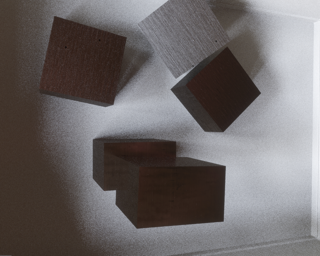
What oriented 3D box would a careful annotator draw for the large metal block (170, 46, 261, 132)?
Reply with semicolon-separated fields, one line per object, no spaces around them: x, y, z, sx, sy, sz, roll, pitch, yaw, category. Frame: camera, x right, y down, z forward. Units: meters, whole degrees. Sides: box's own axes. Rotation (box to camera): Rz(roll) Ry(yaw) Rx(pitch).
0.076;-0.051;0.427;0.080;0.050;0.080;-44;104;-15;large metal block

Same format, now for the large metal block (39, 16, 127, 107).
-0.091;-0.073;0.364;0.081;0.050;0.080;12;86;-20;large metal block

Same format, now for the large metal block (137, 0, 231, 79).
0.030;-0.121;0.392;0.080;0.050;0.080;-34;103;13;large metal block

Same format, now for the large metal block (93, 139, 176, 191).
-0.034;0.040;0.370;0.081;0.080;0.050;0;90;-20;large metal block

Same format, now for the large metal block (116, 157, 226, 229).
0.006;0.057;0.300;0.081;0.080;0.050;2;90;-21;large metal block
